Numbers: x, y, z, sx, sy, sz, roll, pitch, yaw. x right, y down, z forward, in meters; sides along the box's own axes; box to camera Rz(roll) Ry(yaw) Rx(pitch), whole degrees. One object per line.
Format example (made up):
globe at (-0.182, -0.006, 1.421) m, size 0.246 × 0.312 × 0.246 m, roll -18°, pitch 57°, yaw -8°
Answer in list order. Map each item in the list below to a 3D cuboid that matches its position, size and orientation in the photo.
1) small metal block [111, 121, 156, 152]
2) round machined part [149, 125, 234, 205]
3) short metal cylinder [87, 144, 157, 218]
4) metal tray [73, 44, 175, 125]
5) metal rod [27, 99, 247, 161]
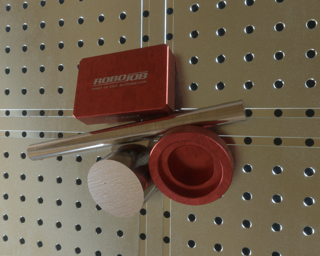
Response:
small metal block at (-0.035, 0.015, 0.433) m, size 0.050 × 0.025 × 0.050 m, roll 19°, pitch 96°, yaw 18°
round machined part at (0.039, 0.041, 0.377) m, size 0.098 × 0.042 × 0.097 m, roll 5°, pitch 113°, yaw 13°
short metal cylinder at (-0.045, 0.068, 0.402) m, size 0.080 × 0.050 × 0.079 m, roll 9°, pitch 112°, yaw 22°
metal tray at (-0.047, -0.056, 0.411) m, size 0.130 × 0.030 × 0.090 m, roll -5°, pitch 70°, yaw 19°
metal rod at (-0.044, 0.007, 0.400) m, size 0.301 × 0.025 × 0.025 m, roll -11°, pitch 86°, yaw 19°
